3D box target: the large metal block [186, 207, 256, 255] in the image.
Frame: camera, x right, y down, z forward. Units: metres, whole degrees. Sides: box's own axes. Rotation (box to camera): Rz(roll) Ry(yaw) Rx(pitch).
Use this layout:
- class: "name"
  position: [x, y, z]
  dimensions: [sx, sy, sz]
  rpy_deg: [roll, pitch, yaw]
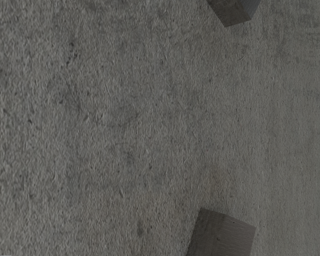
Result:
- class: "large metal block"
  position: [0.093, 0.174, 0.467]
  dimensions: [0.080, 0.050, 0.080]
  rpy_deg: [31, 71, -36]

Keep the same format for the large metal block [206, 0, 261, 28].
- class: "large metal block"
  position: [0.116, -0.221, 0.485]
  dimensions: [0.080, 0.050, 0.080]
  rpy_deg: [43, 64, -32]
